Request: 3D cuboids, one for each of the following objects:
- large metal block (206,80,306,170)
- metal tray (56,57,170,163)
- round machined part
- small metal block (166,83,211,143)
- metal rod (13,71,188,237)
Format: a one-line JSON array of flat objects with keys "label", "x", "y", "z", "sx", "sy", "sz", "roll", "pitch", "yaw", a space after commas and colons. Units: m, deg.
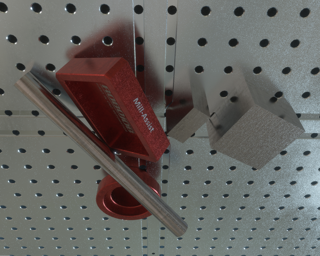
[{"label": "large metal block", "x": 0.118, "y": -0.002, "z": 0.396, "sx": 0.080, "sy": 0.050, "sz": 0.080, "roll": 24, "pitch": 126, "yaw": -20}, {"label": "metal tray", "x": -0.052, "y": -0.019, "z": 0.361, "sx": 0.090, "sy": 0.030, "sz": 0.130, "roll": 9, "pitch": 140, "yaw": 38}, {"label": "round machined part", "x": -0.047, "y": 0.098, "z": 0.484, "sx": 0.099, "sy": 0.042, "sz": 0.097, "roll": -1, "pitch": 130, "yaw": 0}, {"label": "small metal block", "x": 0.033, "y": -0.018, "z": 0.380, "sx": 0.025, "sy": 0.050, "sz": 0.050, "roll": 29, "pitch": 124, "yaw": -23}, {"label": "metal rod", "x": -0.065, "y": 0.046, "z": 0.410, "sx": 0.025, "sy": 0.025, "sz": 0.300, "roll": -34, "pitch": 111, "yaw": 25}]
